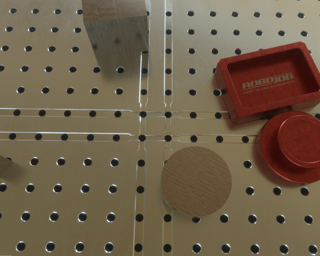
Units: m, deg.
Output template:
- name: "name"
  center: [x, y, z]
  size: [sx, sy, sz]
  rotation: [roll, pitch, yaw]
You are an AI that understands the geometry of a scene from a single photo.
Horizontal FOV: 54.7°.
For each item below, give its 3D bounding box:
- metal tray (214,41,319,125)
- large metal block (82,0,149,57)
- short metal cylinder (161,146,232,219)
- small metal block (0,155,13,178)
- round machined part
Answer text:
- name: "metal tray"
  center: [0.153, -0.064, 0.434]
  size: [0.131, 0.030, 0.090]
  rotation: [-14, 71, -6]
- name: "large metal block"
  center: [-0.060, -0.147, 0.436]
  size: [0.081, 0.080, 0.050]
  rotation: [-8, 71, -3]
- name: "short metal cylinder"
  center: [0.041, 0.067, 0.374]
  size: [0.081, 0.050, 0.080]
  rotation: [0, 70, 0]
- name: "small metal block"
  center: [-0.221, 0.035, 0.383]
  size: [0.050, 0.050, 0.025]
  rotation: [28, 73, 9]
- name: "round machined part"
  center: [0.178, 0.022, 0.397]
  size: [0.099, 0.042, 0.098]
  rotation: [0, 70, -1]
